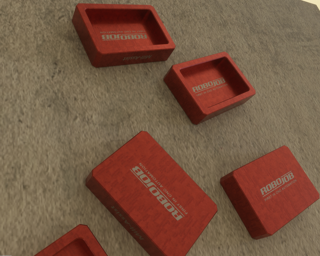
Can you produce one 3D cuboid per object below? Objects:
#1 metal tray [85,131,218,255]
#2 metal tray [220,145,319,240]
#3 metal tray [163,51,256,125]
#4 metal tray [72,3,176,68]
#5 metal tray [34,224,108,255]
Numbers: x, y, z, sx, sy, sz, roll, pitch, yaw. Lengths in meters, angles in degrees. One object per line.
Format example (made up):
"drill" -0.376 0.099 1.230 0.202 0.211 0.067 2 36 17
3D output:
"metal tray" -0.007 0.077 0.351 0.130 0.030 0.091 46 51 4
"metal tray" 0.157 0.085 0.436 0.131 0.030 0.090 -18 71 -35
"metal tray" 0.081 -0.067 0.486 0.131 0.030 0.090 -23 74 -37
"metal tray" -0.051 -0.140 0.459 0.131 0.030 0.090 -14 69 -34
"metal tray" -0.095 0.155 0.255 0.131 0.030 0.090 -30 79 -38
